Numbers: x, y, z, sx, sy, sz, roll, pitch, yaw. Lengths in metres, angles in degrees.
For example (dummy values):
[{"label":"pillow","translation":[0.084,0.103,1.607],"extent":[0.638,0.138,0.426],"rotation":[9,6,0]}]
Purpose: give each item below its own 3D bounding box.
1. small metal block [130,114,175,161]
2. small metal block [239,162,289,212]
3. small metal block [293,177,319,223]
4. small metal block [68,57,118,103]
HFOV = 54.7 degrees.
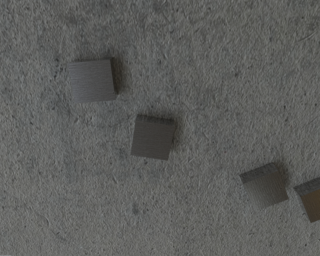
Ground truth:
[{"label":"small metal block","translation":[-0.010,0.012,0.414],"extent":[0.050,0.025,0.050],"rotation":[9,110,-4]},{"label":"small metal block","translation":[0.148,0.084,0.442],"extent":[0.050,0.025,0.050],"rotation":[-23,109,8]},{"label":"small metal block","translation":[0.230,0.103,0.450],"extent":[0.050,0.025,0.050],"rotation":[-25,108,8]},{"label":"small metal block","translation":[-0.082,-0.060,0.387],"extent":[0.050,0.025,0.050],"rotation":[-4,110,1]}]
